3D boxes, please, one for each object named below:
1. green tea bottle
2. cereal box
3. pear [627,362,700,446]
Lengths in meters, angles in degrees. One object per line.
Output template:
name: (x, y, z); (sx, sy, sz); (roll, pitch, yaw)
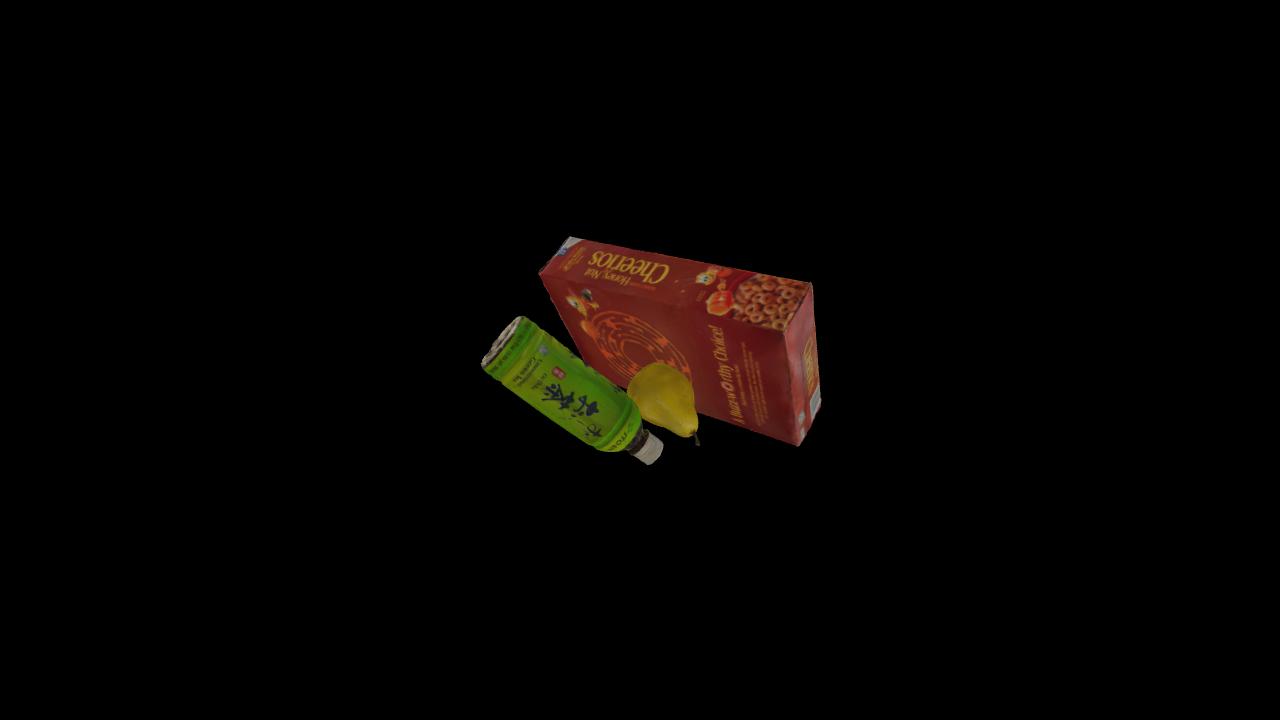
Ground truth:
green tea bottle: (-0.062, 0.042, 0.650); (0.212, 0.073, 0.073); (38, -15, -20)
cereal box: (0.048, -0.025, 0.712); (0.306, 0.081, 0.203); (17, -32, 31)
pear: (0.039, 0.054, 0.696); (0.111, 0.080, 0.080); (45, 22, 23)
